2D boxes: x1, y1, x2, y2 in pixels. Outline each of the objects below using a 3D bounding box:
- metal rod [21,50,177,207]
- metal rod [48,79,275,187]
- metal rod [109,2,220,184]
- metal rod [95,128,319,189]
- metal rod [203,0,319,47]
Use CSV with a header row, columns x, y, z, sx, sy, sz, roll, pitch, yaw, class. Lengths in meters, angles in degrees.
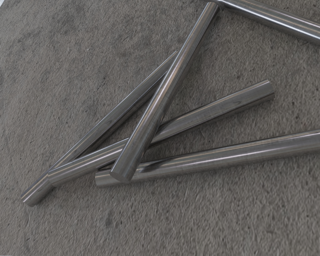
x,y,z,sx,sy,sz,roll,pitch,yaw,class
-0.079,0.000,0.445,0.300,0.025,0.025,-43,51,-2,metal rod
-0.006,0.010,0.391,0.301,0.025,0.025,-23,53,10,metal rod
0.018,-0.064,0.405,0.025,0.025,0.300,9,57,32,metal rod
0.060,0.035,0.350,0.300,0.025,0.025,-13,56,21,metal rod
0.122,-0.175,0.447,0.025,0.025,0.300,-45,51,-3,metal rod
